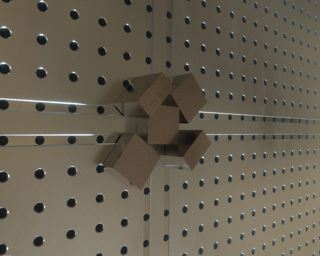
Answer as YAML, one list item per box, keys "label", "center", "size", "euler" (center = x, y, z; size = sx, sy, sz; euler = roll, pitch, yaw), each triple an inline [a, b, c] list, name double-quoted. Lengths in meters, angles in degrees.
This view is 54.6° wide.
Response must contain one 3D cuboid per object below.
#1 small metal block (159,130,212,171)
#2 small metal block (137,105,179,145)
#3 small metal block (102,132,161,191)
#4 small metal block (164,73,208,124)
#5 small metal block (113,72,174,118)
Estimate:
- label: "small metal block"
  center: [0.033, 0.029, 0.419]
  size: [0.050, 0.050, 0.025]
  euler: [-50, 119, -28]
- label: "small metal block"
  center: [-0.002, -0.004, 0.405]
  size: [0.050, 0.025, 0.050]
  euler: [4, 86, -39]
- label: "small metal block"
  center: [-0.034, 0.040, 0.379]
  size: [0.050, 0.025, 0.050]
  euler: [46, 62, -31]
- label: "small metal block"
  center: [0.034, -0.041, 0.436]
  size: [0.050, 0.025, 0.050]
  euler: [-47, 118, -29]
- label: "small metal block"
  center: [-0.020, -0.039, 0.374]
  size: [0.025, 0.050, 0.050]
  euler: [52, 60, -28]
